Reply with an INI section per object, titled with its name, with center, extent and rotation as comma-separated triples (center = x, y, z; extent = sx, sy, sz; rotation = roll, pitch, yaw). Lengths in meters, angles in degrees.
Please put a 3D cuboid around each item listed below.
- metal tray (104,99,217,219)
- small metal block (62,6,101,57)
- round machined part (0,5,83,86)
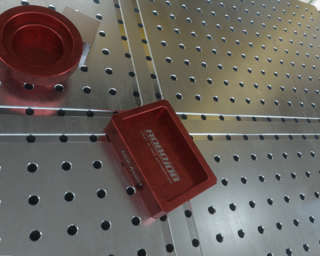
[metal tray]
center = 0.001, 0.033, 0.386
extent = 0.091, 0.030, 0.130
rotation = -21, 73, -36
[small metal block]
center = -0.116, -0.133, 0.428
extent = 0.050, 0.025, 0.050
rotation = 22, 53, -16
[round machined part]
center = -0.146, -0.094, 0.371
extent = 0.099, 0.042, 0.098
rotation = 9, 65, -21
